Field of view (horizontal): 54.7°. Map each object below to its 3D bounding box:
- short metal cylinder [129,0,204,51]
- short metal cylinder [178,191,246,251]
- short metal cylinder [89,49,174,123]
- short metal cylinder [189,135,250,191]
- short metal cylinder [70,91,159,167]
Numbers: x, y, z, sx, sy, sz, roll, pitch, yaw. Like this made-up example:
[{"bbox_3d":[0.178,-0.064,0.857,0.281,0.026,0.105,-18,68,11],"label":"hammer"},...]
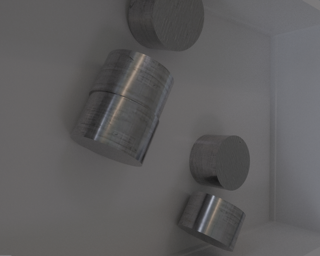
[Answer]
[{"bbox_3d":[0.009,-0.138,0.385,0.081,0.050,0.079,-14,113,-35],"label":"short metal cylinder"},{"bbox_3d":[0.072,0.130,0.431,0.080,0.080,0.050,41,65,-32],"label":"short metal cylinder"},{"bbox_3d":[-0.031,-0.043,0.345,0.080,0.080,0.050,34,69,-35],"label":"short metal cylinder"},{"bbox_3d":[0.090,0.050,0.466,0.081,0.050,0.080,0,90,-40],"label":"short metal cylinder"},{"bbox_3d":[-0.047,0.003,0.331,0.080,0.080,0.050,34,69,-35],"label":"short metal cylinder"}]
